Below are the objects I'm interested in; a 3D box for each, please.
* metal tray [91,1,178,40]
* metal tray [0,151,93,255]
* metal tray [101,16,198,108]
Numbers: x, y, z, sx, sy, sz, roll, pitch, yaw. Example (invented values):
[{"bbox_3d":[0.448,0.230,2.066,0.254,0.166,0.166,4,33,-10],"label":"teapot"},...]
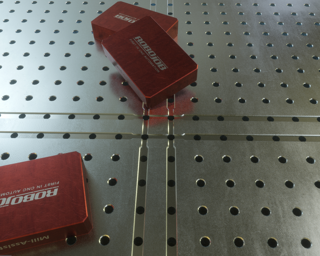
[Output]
[{"bbox_3d":[-0.044,-0.179,0.555,0.130,0.030,0.090,24,54,19],"label":"metal tray"},{"bbox_3d":[-0.146,0.081,0.336,0.131,0.030,0.090,-11,51,-9],"label":"metal tray"},{"bbox_3d":[-0.016,-0.103,0.467,0.090,0.030,0.130,-33,66,-12],"label":"metal tray"}]
